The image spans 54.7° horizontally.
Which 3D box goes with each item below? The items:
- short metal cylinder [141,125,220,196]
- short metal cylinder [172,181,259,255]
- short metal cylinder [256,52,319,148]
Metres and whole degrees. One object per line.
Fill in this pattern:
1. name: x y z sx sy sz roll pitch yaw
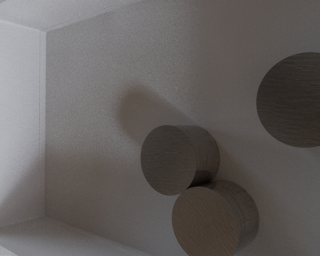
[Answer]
1. short metal cylinder: 0.023 0.036 0.370 0.080 0.050 0.079 0 90 39
2. short metal cylinder: 0.060 0.101 0.340 0.080 0.050 0.079 0 90 39
3. short metal cylinder: 0.135 -0.023 0.278 0.080 0.050 0.079 0 90 39
